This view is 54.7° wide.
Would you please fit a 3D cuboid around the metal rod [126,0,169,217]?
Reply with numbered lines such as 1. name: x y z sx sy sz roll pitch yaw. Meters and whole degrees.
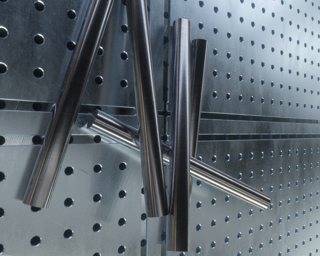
1. metal rod: -0.018 -0.050 0.363 0.025 0.025 0.298 0 80 -40

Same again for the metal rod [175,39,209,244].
1. metal rod: 0.042 0.019 0.446 0.025 0.025 0.298 12 83 -40

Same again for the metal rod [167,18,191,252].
1. metal rod: 0.025 -0.006 0.388 0.025 0.025 0.299 19 65 -39

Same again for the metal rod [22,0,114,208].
1. metal rod: -0.087 -0.065 0.337 0.025 0.025 0.299 24 75 -38

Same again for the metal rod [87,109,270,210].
1. metal rod: 0.043 0.052 0.416 0.301 0.025 0.025 28 72 -27
